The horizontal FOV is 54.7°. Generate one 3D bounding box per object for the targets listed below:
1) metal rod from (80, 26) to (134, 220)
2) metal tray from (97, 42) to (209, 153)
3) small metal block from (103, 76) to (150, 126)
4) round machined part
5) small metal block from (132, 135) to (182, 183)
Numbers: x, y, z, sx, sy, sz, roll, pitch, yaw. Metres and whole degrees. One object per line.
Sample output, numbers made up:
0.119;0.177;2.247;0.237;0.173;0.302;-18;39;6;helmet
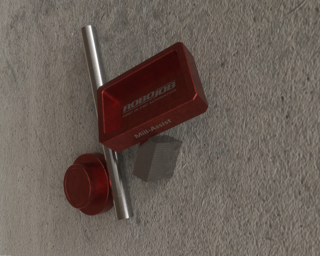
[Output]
-0.082;-0.014;0.470;0.025;0.025;0.299;-21;77;38;metal rod
-0.015;-0.036;0.372;0.130;0.030;0.090;-25;53;21;metal tray
-0.049;-0.038;0.443;0.050;0.025;0.050;-42;65;31;small metal block
-0.114;0.088;0.485;0.098;0.042;0.097;0;90;39;round machined part
-0.003;0.037;0.389;0.025;0.050;0.050;23;105;37;small metal block
